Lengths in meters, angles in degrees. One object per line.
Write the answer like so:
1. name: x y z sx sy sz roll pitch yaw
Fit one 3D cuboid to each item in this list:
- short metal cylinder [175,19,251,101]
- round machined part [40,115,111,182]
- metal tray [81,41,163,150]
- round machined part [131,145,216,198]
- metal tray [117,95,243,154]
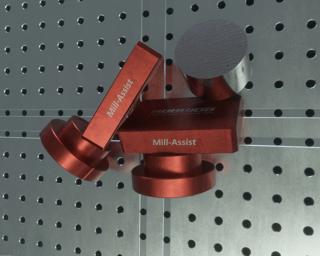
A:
1. short metal cylinder: 0.063 -0.078 0.362 0.080 0.050 0.080 -8 64 17
2. round machined part: -0.104 0.021 0.410 0.042 0.098 0.098 -46 76 6
3. metal tray: -0.043 -0.042 0.389 0.030 0.090 0.129 32 101 -5
4. round machined part: 0.015 0.046 0.366 0.098 0.098 0.042 -2 97 19
5. metal tray: 0.027 -0.006 0.365 0.130 0.090 0.030 -2 117 19
